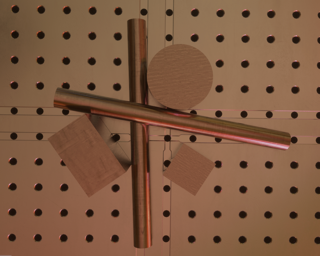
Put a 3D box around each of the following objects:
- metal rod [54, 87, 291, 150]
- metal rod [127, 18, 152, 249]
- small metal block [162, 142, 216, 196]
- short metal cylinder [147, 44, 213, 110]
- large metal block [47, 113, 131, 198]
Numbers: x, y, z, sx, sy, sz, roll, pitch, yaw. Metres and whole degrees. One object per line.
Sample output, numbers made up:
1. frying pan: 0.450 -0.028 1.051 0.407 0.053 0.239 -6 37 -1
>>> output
1. metal rod: 0.022 -0.009 0.395 0.302 0.025 0.025 11 90 -8
2. metal rod: -0.027 0.007 0.413 0.025 0.025 0.298 -2 90 -1
3. small metal block: 0.038 0.054 0.415 0.050 0.025 0.050 33 90 -1
4. short metal cylinder: 0.024 -0.062 0.401 0.081 0.050 0.079 0 90 -1
5. large metal block: -0.082 0.030 0.384 0.050 0.080 0.080 -35 90 0
